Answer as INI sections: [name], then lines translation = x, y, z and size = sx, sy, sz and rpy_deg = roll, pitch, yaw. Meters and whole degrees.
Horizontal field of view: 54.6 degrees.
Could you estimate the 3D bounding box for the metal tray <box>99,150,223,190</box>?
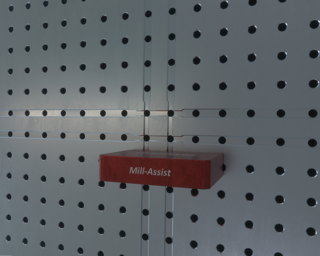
[metal tray]
translation = 0.004, 0.047, 0.376
size = 0.130, 0.090, 0.030
rpy_deg = 1, 91, 20
